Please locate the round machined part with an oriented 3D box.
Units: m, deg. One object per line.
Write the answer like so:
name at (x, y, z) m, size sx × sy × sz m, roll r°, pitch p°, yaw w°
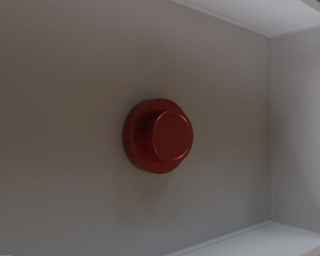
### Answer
round machined part at (0.005, 0.010, 0.397) m, size 0.099 × 0.042 × 0.097 m, roll 0°, pitch 90°, yaw -40°
